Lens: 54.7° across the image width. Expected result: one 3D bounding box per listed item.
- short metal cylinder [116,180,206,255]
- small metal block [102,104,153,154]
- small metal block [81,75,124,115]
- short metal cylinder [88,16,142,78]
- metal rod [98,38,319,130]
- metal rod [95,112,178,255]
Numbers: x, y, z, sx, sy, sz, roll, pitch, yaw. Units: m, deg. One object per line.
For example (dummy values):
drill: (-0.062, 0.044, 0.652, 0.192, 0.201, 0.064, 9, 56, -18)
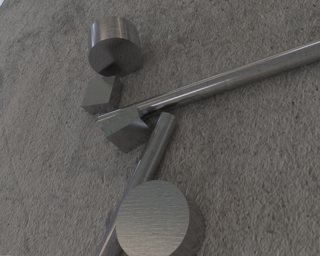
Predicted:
short metal cylinder: (0.002, 0.101, 0.325, 0.080, 0.050, 0.080, -13, 56, 21)
small metal block: (-0.039, 0.002, 0.407, 0.050, 0.050, 0.025, -29, 52, 10)
small metal block: (-0.089, -0.051, 0.482, 0.050, 0.025, 0.050, -5, 59, 25)
short metal cylinder: (-0.070, -0.124, 0.482, 0.080, 0.080, 0.050, -21, 54, 15)
metal rod: (0.053, -0.050, 0.406, 0.301, 0.025, 0.025, -18, 55, 18)
metal rod: (-0.047, 0.115, 0.357, 0.025, 0.025, 0.300, 12, 67, 33)
